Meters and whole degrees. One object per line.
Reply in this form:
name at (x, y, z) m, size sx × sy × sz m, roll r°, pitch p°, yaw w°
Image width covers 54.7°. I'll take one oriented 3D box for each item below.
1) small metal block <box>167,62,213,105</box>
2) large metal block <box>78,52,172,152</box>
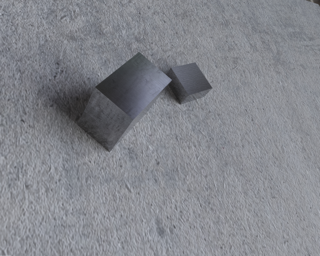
small metal block at (0.043, -0.068, 0.468) m, size 0.050 × 0.025 × 0.050 m, roll -20°, pitch 73°, yaw -36°
large metal block at (-0.042, -0.030, 0.364) m, size 0.050 × 0.080 × 0.080 m, roll 41°, pitch 51°, yaw -1°
